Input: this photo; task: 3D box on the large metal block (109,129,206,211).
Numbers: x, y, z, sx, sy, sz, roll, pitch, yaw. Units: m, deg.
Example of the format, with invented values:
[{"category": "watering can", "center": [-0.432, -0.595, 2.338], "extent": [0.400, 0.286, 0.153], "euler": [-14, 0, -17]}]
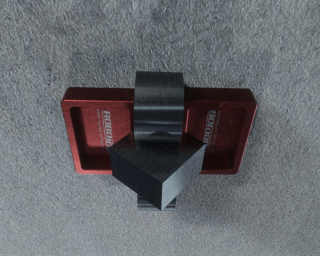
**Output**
[{"category": "large metal block", "center": [-0.003, 0.039, 0.379], "extent": [0.080, 0.080, 0.050], "euler": [30, 138, 28]}]

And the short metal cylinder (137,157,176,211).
[{"category": "short metal cylinder", "center": [-0.005, 0.075, 0.436], "extent": [0.050, 0.080, 0.079], "euler": [2, 130, -2]}]

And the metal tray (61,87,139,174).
[{"category": "metal tray", "center": [-0.073, 0.008, 0.412], "extent": [0.091, 0.030, 0.129], "euler": [1, 130, -1]}]

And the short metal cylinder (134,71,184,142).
[{"category": "short metal cylinder", "center": [-0.002, -0.024, 0.352], "extent": [0.050, 0.080, 0.079], "euler": [2, 130, -2]}]

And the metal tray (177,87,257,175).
[{"category": "metal tray", "center": [0.068, 0.008, 0.414], "extent": [0.091, 0.030, 0.129], "euler": [1, 130, -1]}]
